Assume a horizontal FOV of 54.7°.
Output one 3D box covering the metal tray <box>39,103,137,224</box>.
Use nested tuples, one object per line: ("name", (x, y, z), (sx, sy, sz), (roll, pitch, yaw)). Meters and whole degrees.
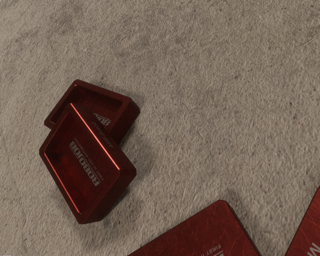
("metal tray", (-0.096, 0.042, 0.391), (0.130, 0.030, 0.090), (48, 111, 30))

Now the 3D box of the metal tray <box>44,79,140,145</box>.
("metal tray", (-0.104, -0.017, 0.463), (0.130, 0.030, 0.090), (22, 73, 35))

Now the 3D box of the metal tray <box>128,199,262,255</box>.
("metal tray", (0.032, 0.141, 0.297), (0.130, 0.030, 0.090), (-33, 52, 6))

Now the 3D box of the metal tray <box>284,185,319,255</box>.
("metal tray", (0.109, 0.117, 0.232), (0.030, 0.090, 0.130), (24, 74, 36))
